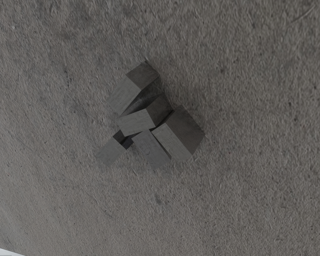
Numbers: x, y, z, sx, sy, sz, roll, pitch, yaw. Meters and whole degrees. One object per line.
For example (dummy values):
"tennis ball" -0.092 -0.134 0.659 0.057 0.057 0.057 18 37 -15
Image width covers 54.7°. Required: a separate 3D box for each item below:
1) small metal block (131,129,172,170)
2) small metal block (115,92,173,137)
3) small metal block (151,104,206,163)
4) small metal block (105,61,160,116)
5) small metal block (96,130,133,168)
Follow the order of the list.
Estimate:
"small metal block" -0.008 0.019 0.403 0.025 0.050 0.050 -32 102 15
"small metal block" -0.020 -0.017 0.390 0.050 0.050 0.025 -17 108 35
"small metal block" 0.024 0.006 0.382 0.025 0.050 0.050 -33 100 38
"small metal block" -0.033 -0.049 0.378 0.025 0.050 0.050 44 129 -2
"small metal block" -0.056 0.021 0.433 0.025 0.050 0.050 44 129 -3
